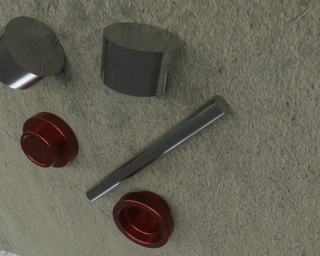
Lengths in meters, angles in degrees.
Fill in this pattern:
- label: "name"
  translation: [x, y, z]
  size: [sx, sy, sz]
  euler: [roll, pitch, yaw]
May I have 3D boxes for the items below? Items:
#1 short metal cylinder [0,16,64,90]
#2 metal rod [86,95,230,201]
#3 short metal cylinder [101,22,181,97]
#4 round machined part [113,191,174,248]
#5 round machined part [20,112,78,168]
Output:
- label: "short metal cylinder"
  translation: [-0.174, -0.096, 0.402]
  size: [0.050, 0.080, 0.080]
  euler: [-18, 109, 35]
- label: "metal rod"
  translation: [-0.023, 0.044, 0.444]
  size: [0.025, 0.025, 0.299]
  euler: [48, 128, -6]
- label: "short metal cylinder"
  translation: [-0.022, -0.076, 0.335]
  size: [0.080, 0.080, 0.050]
  euler: [22, 127, 14]
- label: "round machined part"
  translation: [-0.022, 0.140, 0.492]
  size: [0.098, 0.042, 0.097]
  euler: [13, 124, 20]
- label: "round machined part"
  translation: [-0.187, 0.026, 0.508]
  size: [0.098, 0.042, 0.097]
  euler: [13, 124, 20]
